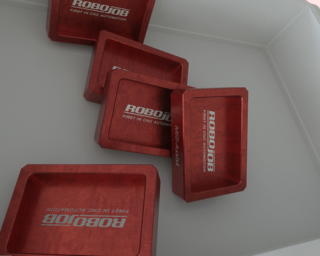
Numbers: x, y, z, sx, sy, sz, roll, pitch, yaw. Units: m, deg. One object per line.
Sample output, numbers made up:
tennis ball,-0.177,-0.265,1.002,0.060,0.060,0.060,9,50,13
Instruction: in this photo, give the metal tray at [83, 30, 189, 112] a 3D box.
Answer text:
metal tray,-0.028,-0.066,0.415,0.131,0.030,0.090,14,67,-22

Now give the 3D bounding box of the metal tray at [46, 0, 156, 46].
metal tray,-0.078,-0.156,0.413,0.131,0.089,0.030,0,39,-28

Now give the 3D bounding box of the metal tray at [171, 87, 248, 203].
metal tray,0.061,0.017,0.374,0.091,0.030,0.129,-5,99,-25

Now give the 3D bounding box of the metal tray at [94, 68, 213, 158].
metal tray,-0.006,-0.013,0.377,0.131,0.030,0.089,11,93,-23

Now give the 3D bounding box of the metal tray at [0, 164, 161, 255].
metal tray,-0.068,0.079,0.277,0.131,0.030,0.090,-1,57,6
